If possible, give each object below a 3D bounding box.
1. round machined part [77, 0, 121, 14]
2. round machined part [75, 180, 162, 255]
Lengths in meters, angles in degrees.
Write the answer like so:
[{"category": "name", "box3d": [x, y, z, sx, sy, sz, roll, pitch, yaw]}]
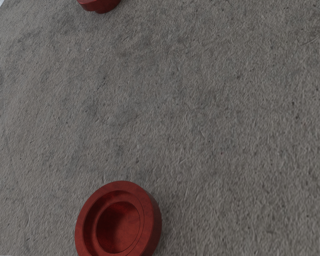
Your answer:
[{"category": "round machined part", "box3d": [-0.114, -0.268, 0.618, 0.098, 0.042, 0.098, -13, 56, 21]}, {"category": "round machined part", "box3d": [-0.042, 0.112, 0.346, 0.098, 0.042, 0.098, -13, 56, 21]}]
